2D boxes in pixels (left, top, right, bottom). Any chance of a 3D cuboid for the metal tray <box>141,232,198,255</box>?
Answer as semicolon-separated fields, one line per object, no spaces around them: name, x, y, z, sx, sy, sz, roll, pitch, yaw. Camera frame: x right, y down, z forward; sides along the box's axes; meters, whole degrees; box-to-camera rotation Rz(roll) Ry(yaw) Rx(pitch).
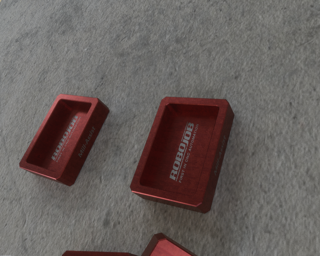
metal tray;0.002;0.170;0.262;0.090;0.030;0.130;34;77;-1

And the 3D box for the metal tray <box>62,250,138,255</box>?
metal tray;-0.069;0.197;0.314;0.090;0.030;0.130;-8;58;23

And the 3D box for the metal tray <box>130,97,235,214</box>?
metal tray;0.028;0.026;0.368;0.090;0.030;0.130;6;64;30

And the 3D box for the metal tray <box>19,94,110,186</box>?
metal tray;-0.142;0.013;0.464;0.090;0.030;0.130;9;66;31
